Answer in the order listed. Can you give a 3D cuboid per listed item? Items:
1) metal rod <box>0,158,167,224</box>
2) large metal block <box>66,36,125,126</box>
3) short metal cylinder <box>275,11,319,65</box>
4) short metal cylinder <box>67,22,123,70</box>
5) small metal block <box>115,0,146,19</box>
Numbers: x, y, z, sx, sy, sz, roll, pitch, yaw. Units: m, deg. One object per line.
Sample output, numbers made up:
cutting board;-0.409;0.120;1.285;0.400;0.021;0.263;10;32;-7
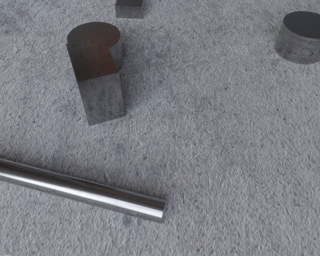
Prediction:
metal rod;-0.141;0.058;0.353;0.301;0.025;0.025;12;51;10
large metal block;-0.086;-0.063;0.420;0.050;0.080;0.080;-16;52;-13
short metal cylinder;0.239;-0.151;0.515;0.081;0.050;0.080;0;50;0
short metal cylinder;-0.100;-0.124;0.490;0.081;0.050;0.080;0;50;0
small metal block;-0.057;-0.238;0.603;0.050;0.025;0.050;5;50;4
